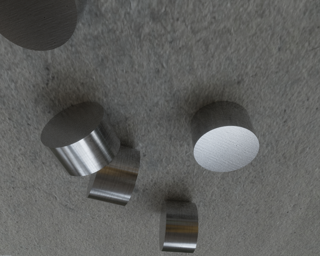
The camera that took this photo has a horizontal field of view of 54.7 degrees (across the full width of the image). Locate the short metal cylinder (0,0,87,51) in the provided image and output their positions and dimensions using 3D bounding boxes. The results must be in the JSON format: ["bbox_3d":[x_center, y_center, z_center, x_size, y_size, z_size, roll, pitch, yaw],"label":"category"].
[{"bbox_3d":[-0.113,-0.120,0.287,0.081,0.050,0.079,0,130,0],"label":"short metal cylinder"}]

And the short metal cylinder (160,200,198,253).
[{"bbox_3d":[0.029,0.162,0.509,0.050,0.080,0.079,6,130,-6],"label":"short metal cylinder"}]

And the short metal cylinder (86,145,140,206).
[{"bbox_3d":[-0.064,0.061,0.423,0.050,0.080,0.079,17,128,-14],"label":"short metal cylinder"}]

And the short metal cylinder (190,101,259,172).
[{"bbox_3d":[0.082,0.012,0.402,0.081,0.050,0.079,0,130,0],"label":"short metal cylinder"}]

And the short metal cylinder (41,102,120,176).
[{"bbox_3d":[-0.096,0.012,0.380,0.080,0.080,0.050,-14,129,11],"label":"short metal cylinder"}]
